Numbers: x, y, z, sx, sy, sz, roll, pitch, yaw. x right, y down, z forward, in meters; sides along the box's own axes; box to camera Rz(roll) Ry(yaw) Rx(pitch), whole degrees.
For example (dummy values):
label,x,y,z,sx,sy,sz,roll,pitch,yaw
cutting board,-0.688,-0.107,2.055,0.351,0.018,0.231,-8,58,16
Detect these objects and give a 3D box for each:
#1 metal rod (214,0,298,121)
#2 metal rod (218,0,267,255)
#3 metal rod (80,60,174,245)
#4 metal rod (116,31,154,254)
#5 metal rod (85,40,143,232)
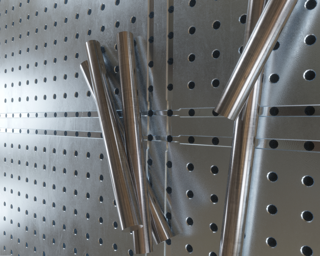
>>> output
label,x,y,z,sx,sy,sz,roll,pitch,yaw
metal rod,0.127,-0.145,0.285,0.025,0.025,0.298,33,105,35
metal rod,0.091,0.012,0.334,0.025,0.025,0.298,9,96,40
metal rod,-0.056,0.022,0.456,0.025,0.025,0.299,-40,66,33
metal rod,-0.036,0.010,0.420,0.025,0.025,0.299,-17,73,39
metal rod,-0.070,-0.009,0.428,0.025,0.025,0.299,-39,54,33
